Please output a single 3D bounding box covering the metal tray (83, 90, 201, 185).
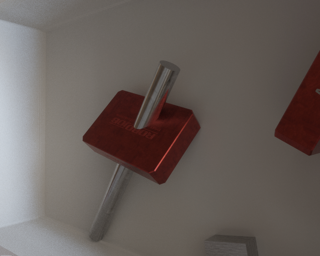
[{"bbox_3d":[-0.026,0.006,0.392,0.130,0.030,0.090,20,66,38],"label":"metal tray"}]

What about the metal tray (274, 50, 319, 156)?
[{"bbox_3d":[0.148,-0.043,0.241,0.030,0.091,0.129,36,112,34],"label":"metal tray"}]

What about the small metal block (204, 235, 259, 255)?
[{"bbox_3d":[0.080,0.147,0.340,0.050,0.025,0.050,-12,82,39],"label":"small metal block"}]

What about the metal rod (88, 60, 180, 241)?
[{"bbox_3d":[-0.045,0.049,0.416,0.025,0.025,0.298,44,124,31],"label":"metal rod"}]
